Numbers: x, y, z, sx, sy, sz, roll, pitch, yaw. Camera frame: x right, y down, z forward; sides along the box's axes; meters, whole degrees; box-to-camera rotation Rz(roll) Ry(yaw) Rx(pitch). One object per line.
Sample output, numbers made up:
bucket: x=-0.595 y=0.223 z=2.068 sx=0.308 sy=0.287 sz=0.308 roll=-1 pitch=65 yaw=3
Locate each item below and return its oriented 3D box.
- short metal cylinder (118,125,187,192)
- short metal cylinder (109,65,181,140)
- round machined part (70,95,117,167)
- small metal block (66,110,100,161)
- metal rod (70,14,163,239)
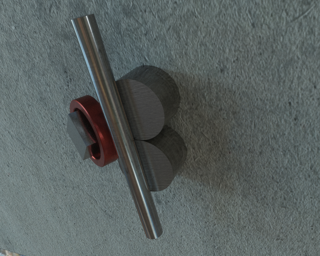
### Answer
short metal cylinder: x=-0.010 y=0.039 z=0.421 sx=0.080 sy=0.050 sz=0.079 roll=13 pitch=123 yaw=21
short metal cylinder: x=-0.021 y=-0.032 z=0.384 sx=0.080 sy=0.050 sz=0.079 roll=13 pitch=124 yaw=21
round machined part: x=-0.081 y=0.001 z=0.424 sx=0.098 sy=0.042 sz=0.097 roll=40 pitch=143 yaw=39
small metal block: x=-0.101 y=0.009 z=0.415 sx=0.050 sy=0.025 sz=0.050 roll=57 pitch=151 yaw=14
metal rod: x=-0.044 y=0.017 z=0.378 sx=0.025 sy=0.025 sz=0.298 roll=-1 pitch=118 yaw=29
